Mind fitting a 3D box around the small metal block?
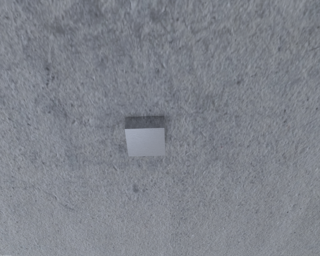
[{"bbox_3d":[-0.019,0.011,0.417,0.050,0.025,0.050,-2,130,1],"label":"small metal block"}]
